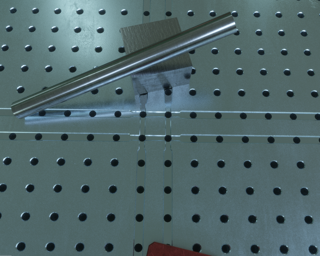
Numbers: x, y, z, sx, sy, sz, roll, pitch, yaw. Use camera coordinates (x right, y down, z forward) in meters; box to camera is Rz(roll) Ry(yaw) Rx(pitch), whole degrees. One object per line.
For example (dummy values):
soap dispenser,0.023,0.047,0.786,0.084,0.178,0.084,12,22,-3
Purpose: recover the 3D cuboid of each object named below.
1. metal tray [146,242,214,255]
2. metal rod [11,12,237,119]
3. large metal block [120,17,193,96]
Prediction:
metal tray,0.018,0.200,0.336,0.090,0.030,0.130,13,70,4
metal rod,-0.054,-0.073,0.389,0.301,0.025,0.025,-20,71,12
large metal block,-0.006,-0.100,0.435,0.081,0.050,0.080,-13,71,-5
